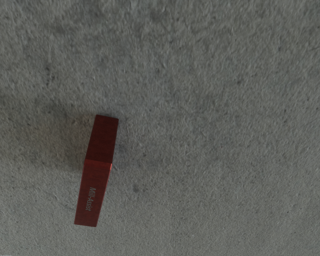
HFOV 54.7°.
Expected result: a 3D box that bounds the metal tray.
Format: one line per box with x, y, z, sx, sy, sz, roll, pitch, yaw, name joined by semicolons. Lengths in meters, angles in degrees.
-0.085;0.058;0.412;0.030;0.090;0.129;12;129;-10;metal tray
